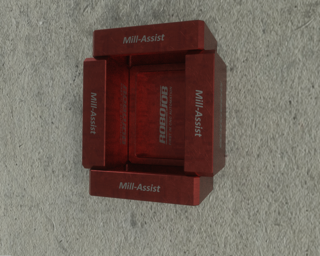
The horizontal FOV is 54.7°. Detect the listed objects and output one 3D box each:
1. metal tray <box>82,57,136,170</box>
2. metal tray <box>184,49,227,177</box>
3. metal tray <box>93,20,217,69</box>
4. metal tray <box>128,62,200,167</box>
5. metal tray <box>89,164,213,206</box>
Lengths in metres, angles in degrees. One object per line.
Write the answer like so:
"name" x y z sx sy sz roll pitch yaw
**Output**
"metal tray" -0.060 -0.017 0.395 0.030 0.090 0.129 1 90 20
"metal tray" 0.055 -0.015 0.355 0.030 0.090 0.129 1 90 20
"metal tray" -0.003 -0.096 0.375 0.130 0.090 0.030 1 91 19
"metal tray" 0.007 -0.017 0.404 0.090 0.030 0.129 1 90 19
"metal tray" -0.007 0.063 0.377 0.130 0.090 0.030 1 91 19
